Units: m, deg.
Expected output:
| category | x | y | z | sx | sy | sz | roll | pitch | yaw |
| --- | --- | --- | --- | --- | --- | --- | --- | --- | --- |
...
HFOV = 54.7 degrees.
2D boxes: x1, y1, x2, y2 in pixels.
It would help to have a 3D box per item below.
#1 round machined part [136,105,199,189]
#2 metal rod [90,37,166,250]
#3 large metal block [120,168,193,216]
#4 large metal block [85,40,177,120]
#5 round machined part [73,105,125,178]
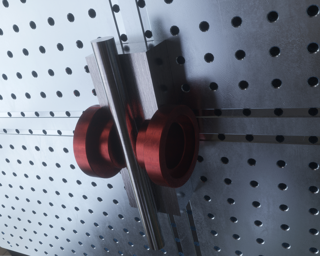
| category | x | y | z | sx | sy | sz | roll | pitch | yaw |
| --- | --- | --- | --- | --- | --- | --- | --- | --- | --- |
| round machined part | 0.008 | 0.020 | 0.372 | 0.042 | 0.099 | 0.097 | 5 | 121 | 32 |
| metal rod | -0.032 | 0.039 | 0.387 | 0.025 | 0.025 | 0.298 | 2 | 120 | 27 |
| large metal block | -0.004 | 0.072 | 0.441 | 0.080 | 0.050 | 0.079 | 3 | 120 | 27 |
| large metal block | -0.033 | -0.057 | 0.376 | 0.080 | 0.050 | 0.079 | 2 | 120 | 27 |
| round machined part | -0.064 | 0.017 | 0.408 | 0.042 | 0.098 | 0.097 | 2 | 119 | 27 |
